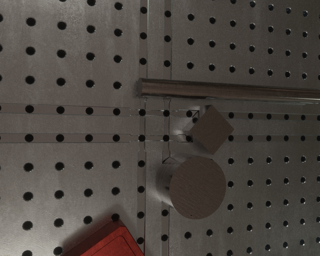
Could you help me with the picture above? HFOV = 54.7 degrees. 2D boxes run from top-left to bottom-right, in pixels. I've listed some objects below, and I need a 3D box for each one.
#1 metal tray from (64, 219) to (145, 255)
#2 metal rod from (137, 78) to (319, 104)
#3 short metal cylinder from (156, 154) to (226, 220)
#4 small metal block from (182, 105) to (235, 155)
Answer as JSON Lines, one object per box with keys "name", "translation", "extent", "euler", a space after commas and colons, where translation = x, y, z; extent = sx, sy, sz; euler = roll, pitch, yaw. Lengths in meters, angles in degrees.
{"name": "metal tray", "translation": [-0.054, 0.195, 0.391], "extent": [0.090, 0.030, 0.130], "euler": [-33, 101, -17]}
{"name": "metal rod", "translation": [0.115, -0.052, 0.456], "extent": [0.303, 0.025, 0.025], "euler": [0, 90, -21]}
{"name": "short metal cylinder", "translation": [0.041, 0.076, 0.416], "extent": [0.081, 0.050, 0.079], "euler": [0, 90, -21]}
{"name": "small metal block", "translation": [0.068, 0.003, 0.439], "extent": [0.050, 0.025, 0.050], "euler": [45, 76, -15]}
